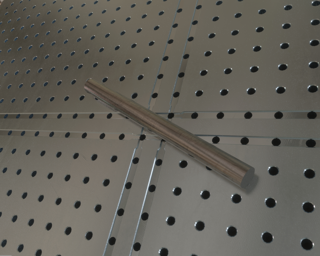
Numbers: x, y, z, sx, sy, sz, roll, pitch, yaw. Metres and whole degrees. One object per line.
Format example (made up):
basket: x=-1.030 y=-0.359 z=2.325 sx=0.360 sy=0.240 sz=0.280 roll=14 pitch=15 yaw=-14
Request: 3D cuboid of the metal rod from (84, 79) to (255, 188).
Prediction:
metal rod: x=-0.010 y=-0.008 z=0.417 sx=0.300 sy=0.025 sz=0.025 roll=31 pitch=79 yaw=37
